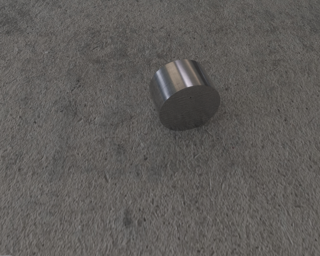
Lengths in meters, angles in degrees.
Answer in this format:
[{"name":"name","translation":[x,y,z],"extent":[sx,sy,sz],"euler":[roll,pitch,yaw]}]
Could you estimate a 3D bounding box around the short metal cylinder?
[{"name":"short metal cylinder","translation":[0.031,-0.041,0.403],"extent":[0.081,0.080,0.050],"euler":[-12,51,-10]}]
